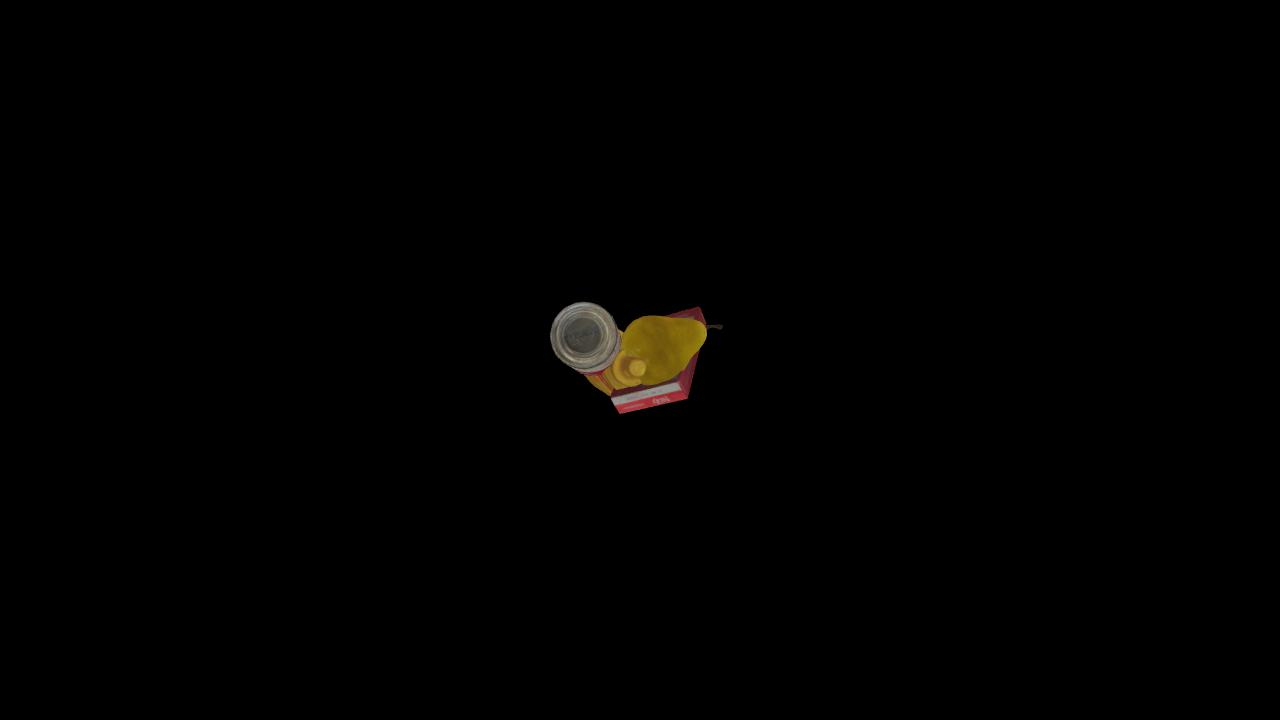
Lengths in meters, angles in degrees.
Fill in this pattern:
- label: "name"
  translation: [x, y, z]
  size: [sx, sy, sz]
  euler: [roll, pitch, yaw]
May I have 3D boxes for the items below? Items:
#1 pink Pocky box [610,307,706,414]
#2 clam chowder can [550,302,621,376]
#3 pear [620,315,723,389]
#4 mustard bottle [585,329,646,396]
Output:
- label: "pink Pocky box"
  translation: [0.025, -0.003, 0.709]
  size: [0.084, 0.029, 0.155]
  euler: [-14, 31, 23]
- label: "clam chowder can"
  translation: [-0.053, -0.020, 0.641]
  size: [0.068, 0.068, 0.102]
  euler: [0, -5, 1]
- label: "pear"
  translation: [0.034, -0.022, 0.663]
  size: [0.111, 0.080, 0.080]
  euler: [-35, 9, -13]
- label: "mustard bottle"
  translation: [-0.028, 0.003, 0.708]
  size: [0.054, 0.092, 0.184]
  euler: [-24, 10, -15]
